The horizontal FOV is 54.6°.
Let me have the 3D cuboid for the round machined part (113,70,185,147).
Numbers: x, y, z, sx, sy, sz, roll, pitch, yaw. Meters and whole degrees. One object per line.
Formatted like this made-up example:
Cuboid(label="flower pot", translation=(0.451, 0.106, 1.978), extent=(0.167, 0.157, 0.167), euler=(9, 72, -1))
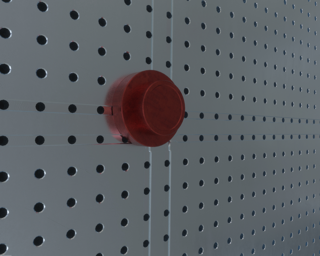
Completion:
Cuboid(label="round machined part", translation=(-0.006, -0.025, 0.392), extent=(0.099, 0.042, 0.097), euler=(0, 90, -40))
